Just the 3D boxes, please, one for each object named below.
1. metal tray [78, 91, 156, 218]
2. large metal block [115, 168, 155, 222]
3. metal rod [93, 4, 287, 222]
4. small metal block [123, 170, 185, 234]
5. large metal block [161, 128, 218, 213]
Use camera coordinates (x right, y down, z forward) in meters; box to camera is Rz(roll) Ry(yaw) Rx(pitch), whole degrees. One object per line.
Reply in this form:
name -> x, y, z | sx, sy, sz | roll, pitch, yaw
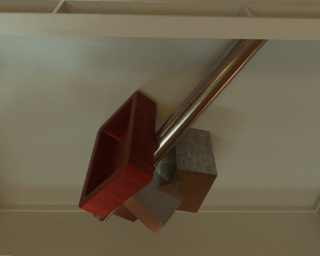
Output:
metal tray -> -0.046, 0.026, 0.360 | 0.030, 0.130, 0.090 | 34, 123, -24
large metal block -> -0.054, 0.073, 0.434 | 0.080, 0.080, 0.050 | 29, 124, -23
metal rod -> 0.022, -0.006, 0.344 | 0.025, 0.025, 0.299 | 34, 105, -26
small metal block -> -0.006, 0.087, 0.367 | 0.050, 0.050, 0.025 | 42, 133, 6
large metal block -> 0.035, 0.055, 0.420 | 0.050, 0.080, 0.079 | 10, 129, -9
